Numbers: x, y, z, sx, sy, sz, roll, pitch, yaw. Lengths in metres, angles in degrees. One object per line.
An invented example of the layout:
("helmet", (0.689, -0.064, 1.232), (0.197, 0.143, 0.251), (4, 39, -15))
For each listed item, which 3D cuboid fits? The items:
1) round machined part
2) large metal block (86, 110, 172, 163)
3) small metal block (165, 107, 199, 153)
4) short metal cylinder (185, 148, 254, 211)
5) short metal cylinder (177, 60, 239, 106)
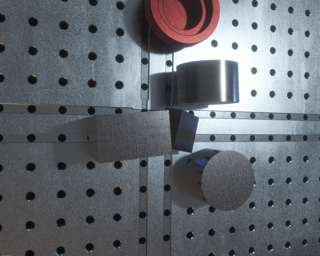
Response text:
("round machined part", (0.026, -0.156, 0.413), (0.099, 0.042, 0.097), (0, 90, -20))
("large metal block", (-0.040, 0.008, 0.369), (0.081, 0.080, 0.050), (-5, 92, -20))
("small metal block", (0.025, 0.004, 0.408), (0.050, 0.025, 0.050), (19, 82, -56))
("short metal cylinder", (0.082, 0.069, 0.430), (0.081, 0.050, 0.079), (0, 90, -20))
("short metal cylinder", (0.062, -0.057, 0.406), (0.081, 0.080, 0.050), (-2, 91, -20))
